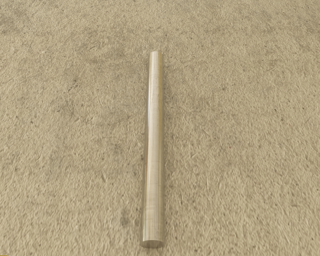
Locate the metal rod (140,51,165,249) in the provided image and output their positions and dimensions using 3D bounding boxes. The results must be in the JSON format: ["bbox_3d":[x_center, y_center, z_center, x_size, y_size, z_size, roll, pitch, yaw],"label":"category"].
[{"bbox_3d":[-0.007,0.001,0.404,0.025,0.025,0.300,0,50,0],"label":"metal rod"}]
